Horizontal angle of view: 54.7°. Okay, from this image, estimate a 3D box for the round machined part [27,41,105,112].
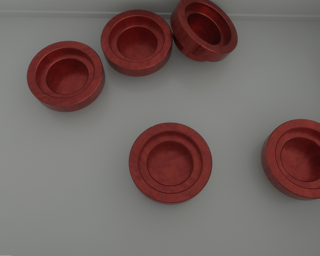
[{"bbox_3d":[-0.124,-0.066,0.423,0.099,0.042,0.098,0,70,-1],"label":"round machined part"}]

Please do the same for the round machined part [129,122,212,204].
[{"bbox_3d":[0.012,0.046,0.384,0.099,0.042,0.098,0,70,-1],"label":"round machined part"}]

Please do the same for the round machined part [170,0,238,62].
[{"bbox_3d":[0.057,-0.133,0.436,0.099,0.042,0.098,14,59,-24],"label":"round machined part"}]

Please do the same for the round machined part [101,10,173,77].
[{"bbox_3d":[-0.032,-0.116,0.442,0.099,0.042,0.098,0,70,0],"label":"round machined part"}]

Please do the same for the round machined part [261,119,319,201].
[{"bbox_3d":[0.176,0.042,0.388,0.099,0.042,0.098,0,70,-1],"label":"round machined part"}]
